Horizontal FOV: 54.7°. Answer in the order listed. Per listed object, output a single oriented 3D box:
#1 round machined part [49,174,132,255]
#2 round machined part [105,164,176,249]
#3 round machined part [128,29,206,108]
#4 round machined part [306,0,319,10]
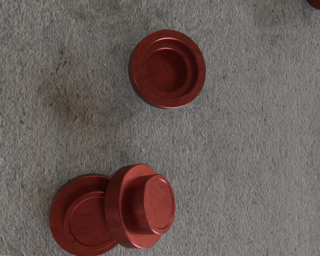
[{"bbox_3d":[-0.080,0.106,0.371,0.099,0.042,0.097,0,90,-20],"label":"round machined part"},{"bbox_3d":[-0.016,0.091,0.366,0.098,0.042,0.098,28,56,-51],"label":"round machined part"},{"bbox_3d":[0.006,-0.073,0.402,0.099,0.042,0.097,0,90,-20],"label":"round machined part"},{"bbox_3d":[0.272,-0.232,0.499,0.099,0.042,0.097,0,90,-20],"label":"round machined part"}]
